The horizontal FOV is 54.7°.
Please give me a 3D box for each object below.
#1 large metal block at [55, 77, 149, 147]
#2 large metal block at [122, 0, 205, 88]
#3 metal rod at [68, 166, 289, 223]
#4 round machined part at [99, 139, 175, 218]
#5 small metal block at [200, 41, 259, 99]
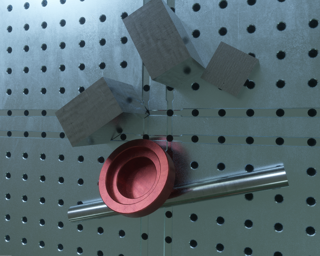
[{"bbox_3d":[-0.073,-0.019,0.409,0.080,0.080,0.050,-33,79,17],"label":"large metal block"},{"bbox_3d":[0.009,-0.100,0.380,0.050,0.080,0.080,-29,81,18],"label":"large metal block"},{"bbox_3d":[0.009,0.092,0.409,0.301,0.025,0.025,-15,85,19],"label":"metal rod"},{"bbox_3d":[-0.025,0.066,0.398,0.098,0.042,0.098,-13,57,20],"label":"round machined part"},{"bbox_3d":[0.087,-0.071,0.382,0.050,0.025,0.050,32,100,17],"label":"small metal block"}]
